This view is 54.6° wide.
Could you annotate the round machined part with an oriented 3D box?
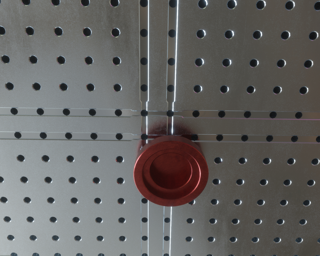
[{"bbox_3d":[0.015,0.054,0.424,0.099,0.042,0.097,0,110,0],"label":"round machined part"}]
